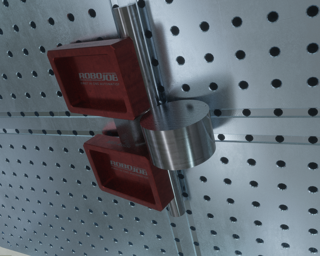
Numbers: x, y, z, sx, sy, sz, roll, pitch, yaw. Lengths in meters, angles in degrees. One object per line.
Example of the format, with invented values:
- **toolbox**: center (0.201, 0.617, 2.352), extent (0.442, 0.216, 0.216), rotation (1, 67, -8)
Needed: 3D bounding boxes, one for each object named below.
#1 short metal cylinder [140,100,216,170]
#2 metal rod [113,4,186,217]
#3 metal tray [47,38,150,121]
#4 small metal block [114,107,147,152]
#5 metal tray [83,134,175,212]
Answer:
- **short metal cylinder**: center (0.022, 0.006, 0.363), extent (0.080, 0.080, 0.050), rotation (0, 119, 28)
- **metal rod**: center (-0.007, -0.004, 0.407), extent (0.025, 0.025, 0.298), rotation (0, 119, 28)
- **metal tray**: center (-0.080, -0.061, 0.390), extent (0.130, 0.030, 0.089), rotation (8, 123, 39)
- **small metal block**: center (-0.037, -0.002, 0.411), extent (0.050, 0.025, 0.050), rotation (26, 136, 53)
- **metal tray**: center (-0.047, 0.061, 0.448), extent (0.130, 0.030, 0.089), rotation (8, 123, 38)
